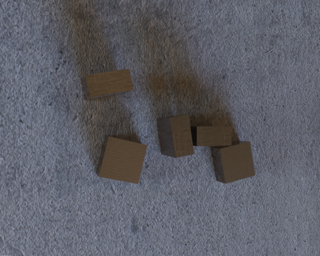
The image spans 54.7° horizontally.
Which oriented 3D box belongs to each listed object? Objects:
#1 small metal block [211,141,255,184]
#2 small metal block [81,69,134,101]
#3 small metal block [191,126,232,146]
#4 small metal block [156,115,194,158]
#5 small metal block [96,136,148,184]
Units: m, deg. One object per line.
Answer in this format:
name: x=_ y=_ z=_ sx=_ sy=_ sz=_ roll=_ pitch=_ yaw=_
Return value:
small metal block: x=0.106 y=0.048 z=0.448 sx=0.050 sy=0.025 sz=0.050 roll=-11 pitch=94 yaw=-20
small metal block: x=-0.065 y=-0.051 z=0.372 sx=0.050 sy=0.050 sz=0.025 roll=-13 pitch=95 yaw=-20
small metal block: x=0.061 y=0.010 z=0.418 sx=0.050 sy=0.050 sz=0.025 roll=0 pitch=90 yaw=-20
small metal block: x=0.019 y=0.010 z=0.403 sx=0.025 sy=0.050 sz=0.050 roll=-9 pitch=93 yaw=-20
small metal block: x=-0.049 y=0.040 z=0.391 sx=0.050 sy=0.025 sz=0.050 roll=15 pitch=85 yaw=-20
